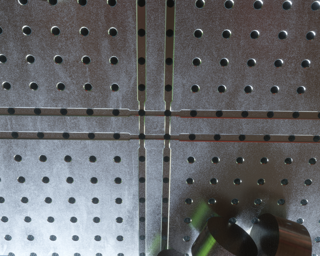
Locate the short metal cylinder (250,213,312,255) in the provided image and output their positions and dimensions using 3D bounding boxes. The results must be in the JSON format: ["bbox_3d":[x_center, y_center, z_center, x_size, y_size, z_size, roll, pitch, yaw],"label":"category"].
[{"bbox_3d":[0.171,0.171,0.450,0.050,0.080,0.079,20,109,-8],"label":"short metal cylinder"}]

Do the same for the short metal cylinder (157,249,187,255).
[{"bbox_3d":[0.018,0.234,0.471,0.080,0.080,0.050,26,108,-10],"label":"short metal cylinder"}]

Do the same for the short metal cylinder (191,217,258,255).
[{"bbox_3d":[0.093,0.176,0.451,0.080,0.080,0.050,24,108,-9],"label":"short metal cylinder"}]
